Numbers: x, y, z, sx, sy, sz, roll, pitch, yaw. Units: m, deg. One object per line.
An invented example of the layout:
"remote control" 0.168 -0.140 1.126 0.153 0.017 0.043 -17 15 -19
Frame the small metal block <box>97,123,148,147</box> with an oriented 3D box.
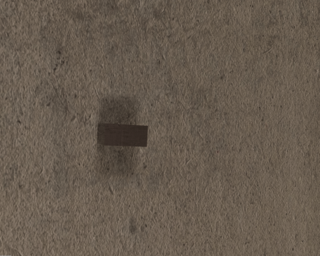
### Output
"small metal block" -0.047 0.008 0.379 0.050 0.050 0.025 3 89 -20
